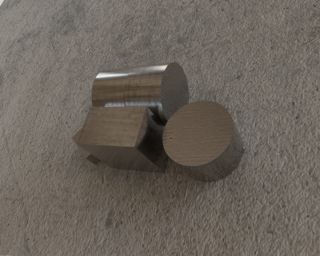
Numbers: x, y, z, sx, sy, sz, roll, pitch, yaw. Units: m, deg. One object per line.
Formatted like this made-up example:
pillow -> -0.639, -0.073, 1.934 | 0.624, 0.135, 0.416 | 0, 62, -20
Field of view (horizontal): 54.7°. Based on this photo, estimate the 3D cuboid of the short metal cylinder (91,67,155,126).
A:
short metal cylinder -> -0.047, -0.042, 0.421 | 0.050, 0.080, 0.080 | 1, 62, 29

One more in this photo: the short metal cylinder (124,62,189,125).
short metal cylinder -> -0.002, -0.042, 0.398 | 0.050, 0.080, 0.080 | 1, 62, 29

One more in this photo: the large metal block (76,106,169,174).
large metal block -> -0.039, 0.016, 0.382 | 0.080, 0.080, 0.050 | 1, 62, 28

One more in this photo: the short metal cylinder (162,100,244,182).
short metal cylinder -> 0.050, 0.016, 0.353 | 0.080, 0.050, 0.080 | -13, 56, 21

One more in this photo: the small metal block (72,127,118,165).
small metal block -> -0.091, 0.016, 0.444 | 0.050, 0.025, 0.050 | -44, 51, -3
